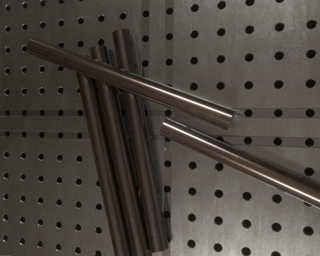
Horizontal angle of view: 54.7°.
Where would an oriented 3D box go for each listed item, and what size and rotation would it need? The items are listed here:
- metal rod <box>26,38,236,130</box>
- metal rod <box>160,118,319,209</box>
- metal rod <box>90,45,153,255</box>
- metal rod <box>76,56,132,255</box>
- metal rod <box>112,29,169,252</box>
[{"bbox_3d":[-0.050,-0.063,0.401,0.301,0.025,0.025,22,97,18],"label":"metal rod"},{"bbox_3d":[0.137,0.058,0.364,0.301,0.025,0.025,25,98,18],"label":"metal rod"},{"bbox_3d":[-0.055,0.032,0.430,0.025,0.025,0.298,-14,85,19],"label":"metal rod"},{"bbox_3d":[-0.080,0.044,0.439,0.025,0.025,0.298,-14,85,19],"label":"metal rod"},{"bbox_3d":[-0.027,0.014,0.421,0.025,0.025,0.298,-12,86,19],"label":"metal rod"}]
